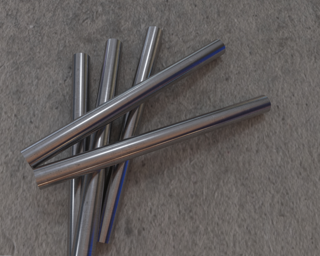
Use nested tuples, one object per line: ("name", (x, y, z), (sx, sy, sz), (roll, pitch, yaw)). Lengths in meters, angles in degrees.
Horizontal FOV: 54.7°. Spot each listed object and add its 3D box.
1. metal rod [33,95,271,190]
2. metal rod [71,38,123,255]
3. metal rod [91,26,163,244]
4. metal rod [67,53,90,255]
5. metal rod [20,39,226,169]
("metal rod", (0.006, 0.011, 0.376), (0.302, 0.025, 0.025), (-18, 71, -18))
("metal rod", (-0.075, 0.013, 0.389), (0.025, 0.025, 0.299), (3, 65, 1))
("metal rod", (-0.038, -0.006, 0.409), (0.025, 0.025, 0.299), (11, 70, 4))
("metal rod", (-0.102, 0.039, 0.392), (0.025, 0.025, 0.299), (-4, 70, -2))
("metal rod", (-0.029, -0.042, 0.394), (0.302, 0.025, 0.025), (-34, 73, -23))
